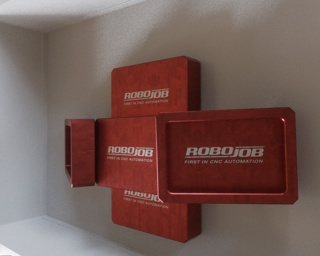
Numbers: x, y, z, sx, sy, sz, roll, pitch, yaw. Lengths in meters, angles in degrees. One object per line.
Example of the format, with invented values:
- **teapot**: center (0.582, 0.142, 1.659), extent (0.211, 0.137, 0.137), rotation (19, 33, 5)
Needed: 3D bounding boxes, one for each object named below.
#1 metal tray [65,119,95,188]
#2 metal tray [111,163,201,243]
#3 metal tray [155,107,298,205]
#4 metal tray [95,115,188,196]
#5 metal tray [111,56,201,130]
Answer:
- **metal tray**: center (-0.122, 0.031, 0.463), extent (0.130, 0.030, 0.089), rotation (-176, 86, -69)
- **metal tray**: center (-0.009, 0.089, 0.408), extent (0.130, 0.030, 0.089), rotation (0, 90, 39)
- **metal tray**: center (0.063, 0.027, 0.308), extent (0.131, 0.030, 0.089), rotation (-2, 89, 10)
- **metal tray**: center (-0.028, 0.031, 0.386), extent (0.130, 0.030, 0.089), rotation (-1, 89, 39)
- **metal tray**: center (-0.010, -0.039, 0.408), extent (0.130, 0.030, 0.089), rotation (0, 90, 39)
